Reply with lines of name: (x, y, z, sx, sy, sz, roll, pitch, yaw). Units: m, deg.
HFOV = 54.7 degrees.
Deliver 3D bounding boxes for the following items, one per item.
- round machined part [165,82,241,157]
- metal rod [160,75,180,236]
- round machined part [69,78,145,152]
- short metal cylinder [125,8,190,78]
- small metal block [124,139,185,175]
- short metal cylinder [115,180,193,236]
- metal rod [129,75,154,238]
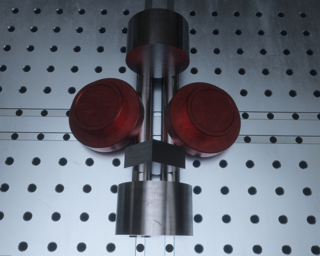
round machined part: (0.059, -0.015, 0.394, 0.099, 0.042, 0.098, 5, 70, -14)
metal rod: (0.014, -0.013, 0.416, 0.025, 0.025, 0.299, 1, 70, 0)
round machined part: (-0.073, -0.021, 0.397, 0.098, 0.042, 0.098, -5, 69, 13)
short metal cylinder: (-0.003, -0.106, 0.398, 0.080, 0.080, 0.050, 1, 70, 0)
small metal block: (-0.006, 0.035, 0.361, 0.050, 0.050, 0.025, 18, 64, -38)
short metal cylinder: (-0.006, 0.087, 0.327, 0.080, 0.080, 0.050, 1, 70, 0)
metal rod: (-0.021, -0.012, 0.415, 0.025, 0.025, 0.299, 1, 70, 0)
